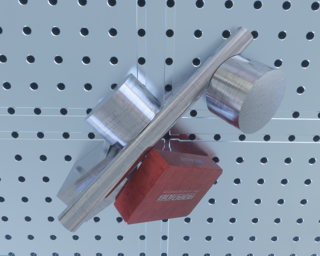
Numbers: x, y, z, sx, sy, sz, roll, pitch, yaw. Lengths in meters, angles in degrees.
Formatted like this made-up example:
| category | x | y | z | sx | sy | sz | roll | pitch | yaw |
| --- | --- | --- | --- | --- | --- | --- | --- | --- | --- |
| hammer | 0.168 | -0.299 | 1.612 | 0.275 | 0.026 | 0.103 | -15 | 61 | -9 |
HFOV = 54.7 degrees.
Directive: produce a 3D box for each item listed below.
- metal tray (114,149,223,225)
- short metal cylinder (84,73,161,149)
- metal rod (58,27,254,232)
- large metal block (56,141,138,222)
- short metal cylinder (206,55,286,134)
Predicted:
| category | x | y | z | sx | sy | sz | roll | pitch | yaw |
| --- | --- | --- | --- | --- | --- | --- | --- | --- | --- |
| metal tray | 0.016 | 0.076 | 0.396 | 0.131 | 0.030 | 0.090 | 13 | 117 | -50 |
| short metal cylinder | -0.045 | -0.020 | 0.376 | 0.080 | 0.080 | 0.050 | -41 | 105 | 13 |
| metal rod | 0.001 | -0.004 | 0.355 | 0.025 | 0.025 | 0.300 | 45 | 82 | -15 |
| large metal block | -0.077 | 0.061 | 0.405 | 0.080 | 0.080 | 0.050 | -38 | 106 | 12 |
| short metal cylinder | 0.102 | -0.040 | 0.366 | 0.081 | 0.050 | 0.079 | -24 | 132 | -29 |
